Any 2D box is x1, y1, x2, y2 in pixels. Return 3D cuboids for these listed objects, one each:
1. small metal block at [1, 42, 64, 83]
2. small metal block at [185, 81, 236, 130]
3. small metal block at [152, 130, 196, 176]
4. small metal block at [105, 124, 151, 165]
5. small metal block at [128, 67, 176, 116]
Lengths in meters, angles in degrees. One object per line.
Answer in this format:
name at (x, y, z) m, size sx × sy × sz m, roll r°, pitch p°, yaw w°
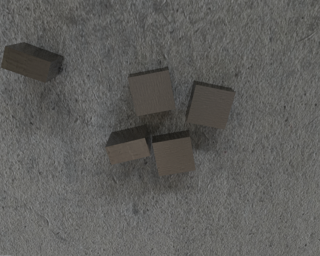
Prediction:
small metal block at (-0.149, -0.078, 0.366) m, size 0.050 × 0.050 × 0.025 m, roll 19°, pitch 109°, yaw -7°
small metal block at (0.064, -0.030, 0.399) m, size 0.050 × 0.025 × 0.050 m, roll 11°, pitch 110°, yaw -4°
small metal block at (0.019, 0.034, 0.422) m, size 0.050 × 0.025 × 0.050 m, roll -10°, pitch 110°, yaw 3°
small metal block at (-0.039, 0.020, 0.403) m, size 0.050 × 0.050 × 0.025 m, roll -13°, pitch 110°, yaw 5°
small metal block at (-0.010, -0.046, 0.392) m, size 0.050 × 0.025 × 0.050 m, roll -10°, pitch 110°, yaw 3°
